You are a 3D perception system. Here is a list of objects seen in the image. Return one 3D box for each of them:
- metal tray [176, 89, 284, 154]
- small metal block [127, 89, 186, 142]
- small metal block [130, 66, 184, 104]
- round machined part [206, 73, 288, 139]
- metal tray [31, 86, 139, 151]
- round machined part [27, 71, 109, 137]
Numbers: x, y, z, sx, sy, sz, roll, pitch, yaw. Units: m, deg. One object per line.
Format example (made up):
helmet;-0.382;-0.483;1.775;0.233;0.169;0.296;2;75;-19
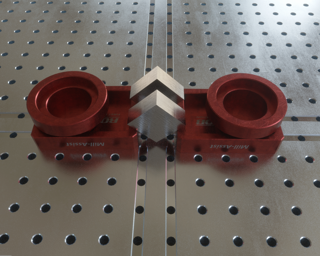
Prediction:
metal tray;0.087;-0.011;0.415;0.131;0.030;0.090;1;50;0
small metal block;-0.004;-0.013;0.383;0.050;0.050;0.025;-32;40;33
small metal block;-0.004;-0.047;0.412;0.050;0.050;0.025;-32;40;33
round machined part;0.108;-0.024;0.401;0.099;0.042;0.098;0;50;0
metal tray;-0.094;-0.015;0.417;0.131;0.030;0.090;0;52;-1
round machined part;-0.115;-0.026;0.402;0.099;0.042;0.098;0;50;0
